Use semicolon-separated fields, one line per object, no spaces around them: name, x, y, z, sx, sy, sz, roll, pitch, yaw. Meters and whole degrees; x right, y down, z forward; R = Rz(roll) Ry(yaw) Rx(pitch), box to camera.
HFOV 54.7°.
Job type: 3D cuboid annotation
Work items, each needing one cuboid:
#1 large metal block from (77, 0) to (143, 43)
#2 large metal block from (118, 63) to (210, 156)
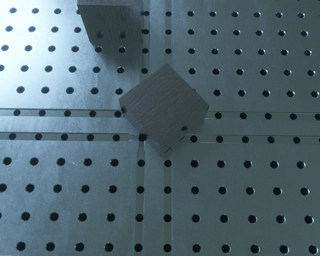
large metal block;-0.066;-0.167;0.443;0.081;0.080;0.050;1;70;0
large metal block;0.005;-0.024;0.407;0.080;0.050;0.080;-39;75;-13
